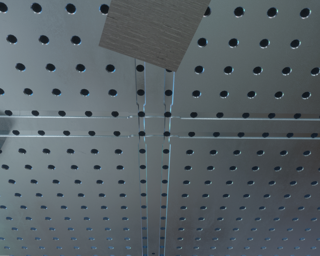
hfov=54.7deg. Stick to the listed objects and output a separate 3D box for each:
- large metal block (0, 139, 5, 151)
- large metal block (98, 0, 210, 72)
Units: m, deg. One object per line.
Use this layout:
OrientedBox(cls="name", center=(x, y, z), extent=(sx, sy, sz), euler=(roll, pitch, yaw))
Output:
OrientedBox(cls="large metal block", center=(-0.276, 0.043, 0.428), extent=(0.080, 0.050, 0.080), euler=(27, 125, -22))
OrientedBox(cls="large metal block", center=(-0.007, -0.112, 0.300), extent=(0.081, 0.050, 0.079), euler=(16, 128, -14))
